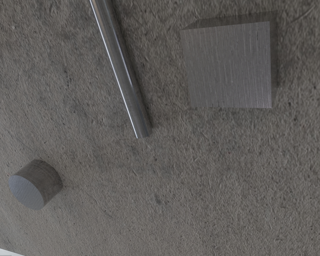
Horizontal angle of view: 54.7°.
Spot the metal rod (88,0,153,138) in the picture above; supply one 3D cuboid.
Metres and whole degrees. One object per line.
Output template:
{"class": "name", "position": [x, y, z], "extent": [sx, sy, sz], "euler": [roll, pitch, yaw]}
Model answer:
{"class": "metal rod", "position": [-0.062, -0.123, 0.363], "extent": [0.025, 0.025, 0.298], "euler": [-3, 117, 29]}

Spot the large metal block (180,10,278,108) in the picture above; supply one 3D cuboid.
{"class": "large metal block", "position": [0.073, -0.067, 0.311], "extent": [0.080, 0.050, 0.080], "euler": [3, 120, 27]}

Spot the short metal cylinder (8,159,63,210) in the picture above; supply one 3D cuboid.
{"class": "short metal cylinder", "position": [-0.232, 0.106, 0.578], "extent": [0.080, 0.050, 0.079], "euler": [13, 124, 21]}
